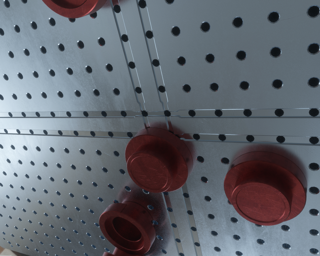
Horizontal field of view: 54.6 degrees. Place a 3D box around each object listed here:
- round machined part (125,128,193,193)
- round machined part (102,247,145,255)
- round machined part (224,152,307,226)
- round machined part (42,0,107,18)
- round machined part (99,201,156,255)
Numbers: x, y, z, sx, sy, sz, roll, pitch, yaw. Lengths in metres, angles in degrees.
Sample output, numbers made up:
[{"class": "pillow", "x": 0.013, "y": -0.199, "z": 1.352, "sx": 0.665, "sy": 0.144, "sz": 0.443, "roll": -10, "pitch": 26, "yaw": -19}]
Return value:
[{"class": "round machined part", "x": -0.007, "y": 0.052, "z": 0.437, "sx": 0.098, "sy": 0.042, "sz": 0.097, "roll": 13, "pitch": 124, "yaw": 21}, {"class": "round machined part", "x": -0.057, "y": 0.247, "z": 0.568, "sx": 0.098, "sy": 0.042, "sz": 0.098, "roll": 20, "pitch": 153, "yaw": 11}, {"class": "round machined part", "x": 0.127, "y": 0.081, "z": 0.384, "sx": 0.098, "sy": 0.042, "sz": 0.097, "roll": 13, "pitch": 124, "yaw": 21}, {"class": "round machined part", "x": -0.094, "y": -0.176, "z": 0.342, "sx": 0.098, "sy": 0.042, "sz": 0.097, "roll": 13, "pitch": 124, "yaw": 21}, {"class": "round machined part", "x": -0.051, "y": 0.165, "z": 0.530, "sx": 0.098, "sy": 0.042, "sz": 0.097, "roll": 13, "pitch": 124, "yaw": 21}]
